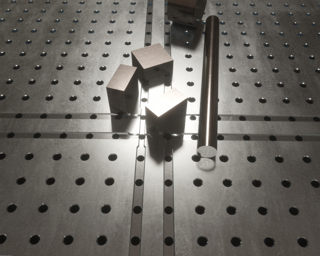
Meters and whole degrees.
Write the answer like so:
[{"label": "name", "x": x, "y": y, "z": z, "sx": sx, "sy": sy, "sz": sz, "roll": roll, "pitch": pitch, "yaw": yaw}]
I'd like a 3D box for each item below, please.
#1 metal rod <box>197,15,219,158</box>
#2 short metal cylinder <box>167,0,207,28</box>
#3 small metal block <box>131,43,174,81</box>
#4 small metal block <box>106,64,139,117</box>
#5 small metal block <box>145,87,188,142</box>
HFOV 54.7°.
[{"label": "metal rod", "x": 0.078, "y": -0.084, "z": 0.479, "sx": 0.025, "sy": 0.025, "sz": 0.300, "roll": 6, "pitch": 50, "yaw": 5}, {"label": "short metal cylinder", "x": 0.051, "y": -0.230, "z": 0.566, "sx": 0.050, "sy": 0.080, "sz": 0.080, "roll": 18, "pitch": 52, "yaw": 14}, {"label": "small metal block", "x": -0.013, "y": -0.106, "z": 0.497, "sx": 0.050, "sy": 0.025, "sz": 0.050, "roll": -20, "pitch": 53, "yaw": -17}, {"label": "small metal block", "x": -0.051, "y": -0.053, "z": 0.435, "sx": 0.025, "sy": 0.050, "sz": 0.050, "roll": 13, "pitch": 51, "yaw": 11}, {"label": "small metal block", "x": 0.008, "y": -0.017, "z": 0.406, "sx": 0.050, "sy": 0.050, "sz": 0.025, "roll": -35, "pitch": 59, "yaw": -26}]
